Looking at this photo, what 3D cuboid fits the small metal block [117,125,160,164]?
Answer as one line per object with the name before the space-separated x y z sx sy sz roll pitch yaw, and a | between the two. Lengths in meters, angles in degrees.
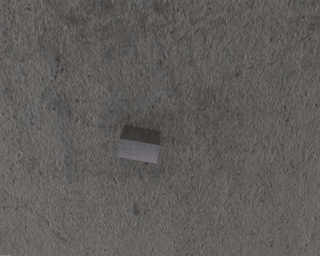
small metal block | -0.027 0.020 0.403 0.050 0.050 0.025 10 110 -4
